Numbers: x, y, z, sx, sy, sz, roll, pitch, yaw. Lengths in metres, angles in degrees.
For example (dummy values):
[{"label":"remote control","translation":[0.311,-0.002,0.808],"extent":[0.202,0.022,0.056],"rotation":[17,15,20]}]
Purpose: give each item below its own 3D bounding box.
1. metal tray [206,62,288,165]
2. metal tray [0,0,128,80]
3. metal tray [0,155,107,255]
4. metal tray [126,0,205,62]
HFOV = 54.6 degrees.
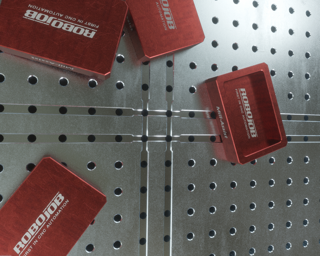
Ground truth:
[{"label":"metal tray","translation":[0.129,-0.022,0.456],"extent":[0.091,0.030,0.129],"rotation":[-19,97,-19]},{"label":"metal tray","translation":[-0.111,-0.117,0.356],"extent":[0.131,0.030,0.090],"rotation":[15,85,-9]},{"label":"metal tray","translation":[-0.137,0.108,0.360],"extent":[0.090,0.030,0.130],"rotation":[40,77,-16]},{"label":"metal tray","translation":[-0.004,-0.162,0.408],"extent":[0.091,0.030,0.129],"rotation":[-22,98,-19]}]
